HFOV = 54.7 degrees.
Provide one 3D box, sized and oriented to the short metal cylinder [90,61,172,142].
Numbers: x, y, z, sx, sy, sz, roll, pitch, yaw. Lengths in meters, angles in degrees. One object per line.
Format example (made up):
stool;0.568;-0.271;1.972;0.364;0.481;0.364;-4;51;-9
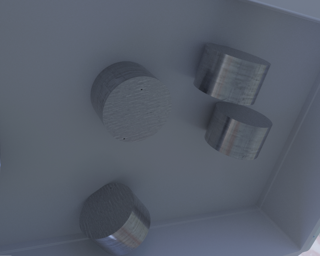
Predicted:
short metal cylinder;-0.034;-0.030;0.356;0.081;0.050;0.079;-14;125;-21

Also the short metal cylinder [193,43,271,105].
short metal cylinder;0.087;-0.067;0.381;0.081;0.080;0.050;2;117;-30

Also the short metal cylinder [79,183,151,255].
short metal cylinder;-0.060;0.122;0.417;0.080;0.080;0.050;-35;129;-6

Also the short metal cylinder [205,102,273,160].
short metal cylinder;0.109;0.002;0.437;0.081;0.080;0.050;2;117;-30
